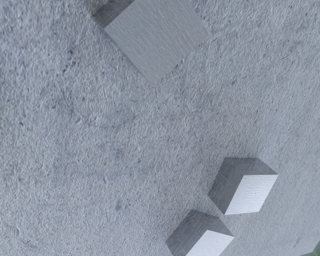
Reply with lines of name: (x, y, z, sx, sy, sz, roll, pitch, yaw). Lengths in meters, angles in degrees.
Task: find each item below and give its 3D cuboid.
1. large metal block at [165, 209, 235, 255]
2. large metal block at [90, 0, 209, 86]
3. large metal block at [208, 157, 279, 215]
large metal block: (0.071, 0.200, 0.553, 0.080, 0.050, 0.080, 28, 103, -38)
large metal block: (-0.009, -0.105, 0.320, 0.080, 0.050, 0.080, -43, 130, 1)
large metal block: (0.140, 0.098, 0.528, 0.081, 0.050, 0.079, 5, 116, -31)
